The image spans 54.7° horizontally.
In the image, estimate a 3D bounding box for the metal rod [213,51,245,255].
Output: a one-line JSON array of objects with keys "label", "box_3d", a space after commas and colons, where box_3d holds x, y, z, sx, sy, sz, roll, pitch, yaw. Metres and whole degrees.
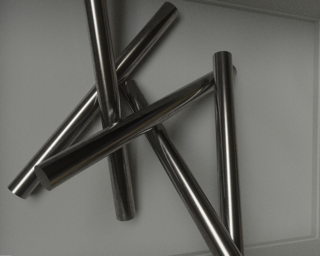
[{"label": "metal rod", "box_3d": [0.079, 0.047, 0.359, 0.025, 0.025, 0.299, 8, 70, -20]}]

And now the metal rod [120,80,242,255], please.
[{"label": "metal rod", "box_3d": [0.030, 0.064, 0.339, 0.025, 0.025, 0.299, -22, 65, -19]}]

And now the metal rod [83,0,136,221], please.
[{"label": "metal rod", "box_3d": [-0.059, -0.032, 0.363, 0.025, 0.025, 0.298, -11, 104, -20]}]

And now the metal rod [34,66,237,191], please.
[{"label": "metal rod", "box_3d": [0.001, -0.020, 0.356, 0.302, 0.025, 0.025, -32, 102, -39]}]

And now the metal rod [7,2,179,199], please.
[{"label": "metal rod", "box_3d": [-0.073, -0.043, 0.383, 0.025, 0.025, 0.300, 41, 77, -16]}]
